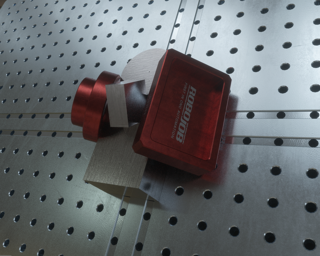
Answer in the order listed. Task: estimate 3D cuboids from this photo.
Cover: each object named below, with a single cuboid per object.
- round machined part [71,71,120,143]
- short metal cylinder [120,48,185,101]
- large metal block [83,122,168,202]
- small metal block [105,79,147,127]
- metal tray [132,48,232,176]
[{"bbox_3d":[-0.089,-0.031,0.422,0.042,0.098,0.098,16,66,-1],"label":"round machined part"},{"bbox_3d":[-0.008,-0.064,0.435,0.080,0.050,0.080,-13,56,21],"label":"short metal cylinder"},{"bbox_3d":[-0.037,0.040,0.387,0.080,0.050,0.080,2,63,29],"label":"large metal block"},{"bbox_3d":[-0.039,-0.031,0.377,0.025,0.050,0.050,1,105,26],"label":"small metal block"},{"bbox_3d":[0.030,-0.020,0.365,0.030,0.091,0.130,139,150,-62],"label":"metal tray"}]
